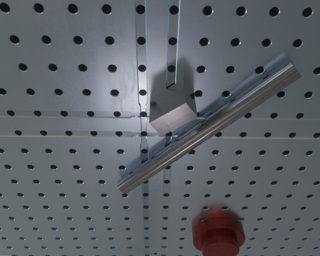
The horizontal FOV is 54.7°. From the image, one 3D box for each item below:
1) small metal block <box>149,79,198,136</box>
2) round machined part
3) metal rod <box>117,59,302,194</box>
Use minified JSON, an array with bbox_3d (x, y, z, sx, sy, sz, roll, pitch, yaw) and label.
[{"bbox_3d":[0.015,-0.025,0.374,0.050,0.050,0.025,-28,125,22],"label":"small metal block"},{"bbox_3d":[0.112,0.214,0.584,0.099,0.042,0.097,0,130,0],"label":"round machined part"},{"bbox_3d":[0.049,0.012,0.421,0.299,0.025,0.025,-37,121,27],"label":"metal rod"}]
